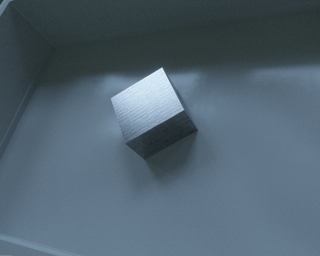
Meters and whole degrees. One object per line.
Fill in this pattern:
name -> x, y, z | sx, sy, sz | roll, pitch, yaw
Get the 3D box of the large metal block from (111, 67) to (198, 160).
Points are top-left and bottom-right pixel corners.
large metal block -> -0.009, -0.019, 0.404 | 0.080, 0.050, 0.080 | -30, 52, 9
